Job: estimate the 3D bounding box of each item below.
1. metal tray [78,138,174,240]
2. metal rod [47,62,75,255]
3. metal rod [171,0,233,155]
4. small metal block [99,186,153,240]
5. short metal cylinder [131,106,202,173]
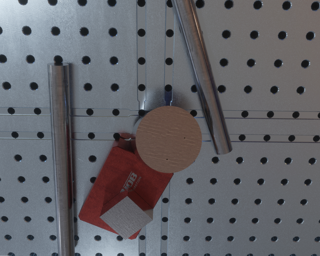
[{"bbox_3d":[-0.049,0.089,0.443,0.090,0.030,0.129,25,108,-10],"label":"metal tray"},{"bbox_3d":[-0.136,0.060,0.433,0.025,0.025,0.298,3,110,-2],"label":"metal rod"},{"bbox_3d":[0.042,-0.102,0.376,0.025,0.025,0.298,-17,110,6],"label":"metal rod"},{"bbox_3d":[-0.045,0.116,0.423,0.050,0.025,0.050,-39,106,13],"label":"small metal block"},{"bbox_3d":[0.006,0.014,0.390,0.081,0.050,0.080,1,87,-12],"label":"short metal cylinder"}]
